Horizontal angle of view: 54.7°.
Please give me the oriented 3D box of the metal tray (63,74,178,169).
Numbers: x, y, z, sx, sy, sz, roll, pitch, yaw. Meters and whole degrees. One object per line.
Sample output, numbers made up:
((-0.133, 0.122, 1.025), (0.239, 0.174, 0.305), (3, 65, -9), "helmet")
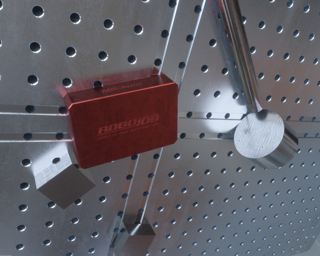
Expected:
((-0.043, -0.009, 0.380), (0.131, 0.030, 0.089), (-15, 125, -21), "metal tray")

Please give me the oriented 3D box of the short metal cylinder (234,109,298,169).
((0.163, 0.018, 0.479), (0.050, 0.080, 0.080), (31, 101, -39), "short metal cylinder")

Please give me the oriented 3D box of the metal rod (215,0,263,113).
((0.088, -0.132, 0.378), (0.025, 0.025, 0.299), (-34, 129, -6), "metal rod")

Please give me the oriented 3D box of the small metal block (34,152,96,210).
((-0.118, 0.067, 0.389), (0.050, 0.025, 0.050), (-37, 130, -4), "small metal block")

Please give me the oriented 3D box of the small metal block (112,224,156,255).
((-0.042, 0.184, 0.504), (0.050, 0.025, 0.050), (14, 111, -34), "small metal block")
